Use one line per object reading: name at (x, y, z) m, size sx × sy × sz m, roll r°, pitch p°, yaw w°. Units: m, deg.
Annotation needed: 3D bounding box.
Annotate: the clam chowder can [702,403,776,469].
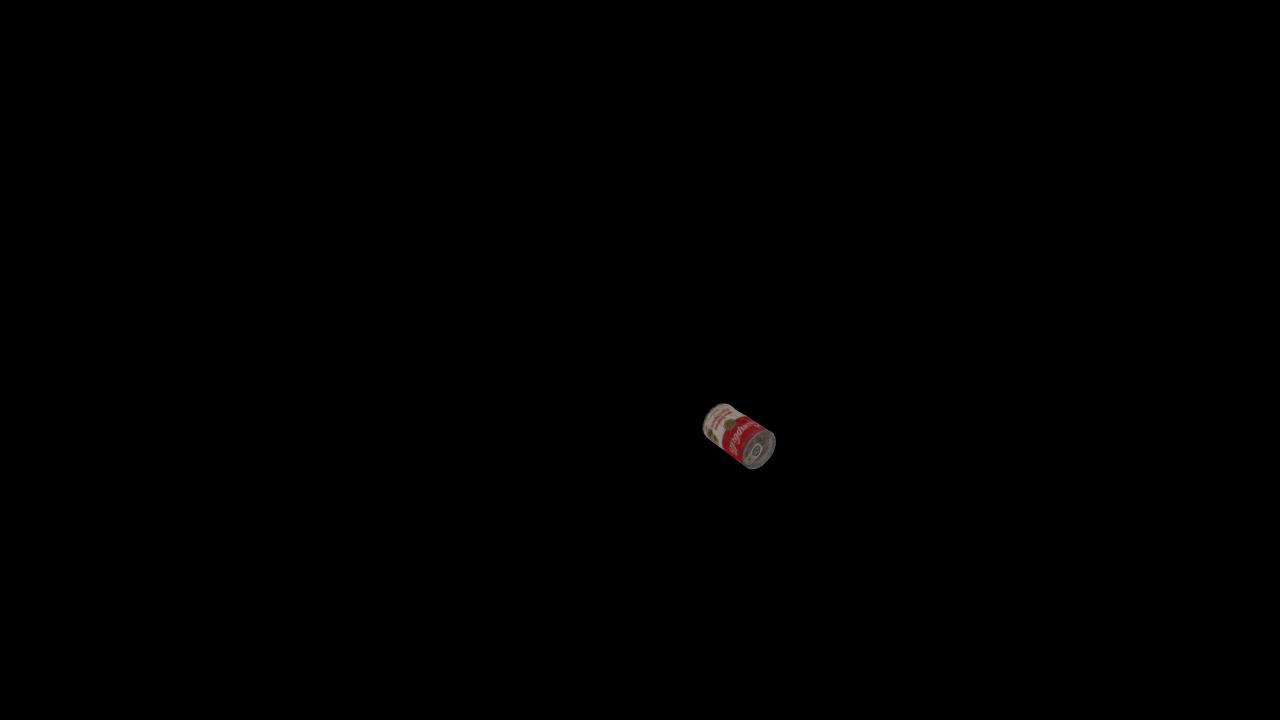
clam chowder can at (0.155, 0.119, 0.975) m, size 0.068 × 0.068 × 0.102 m, roll 0°, pitch 22°, yaw -35°
